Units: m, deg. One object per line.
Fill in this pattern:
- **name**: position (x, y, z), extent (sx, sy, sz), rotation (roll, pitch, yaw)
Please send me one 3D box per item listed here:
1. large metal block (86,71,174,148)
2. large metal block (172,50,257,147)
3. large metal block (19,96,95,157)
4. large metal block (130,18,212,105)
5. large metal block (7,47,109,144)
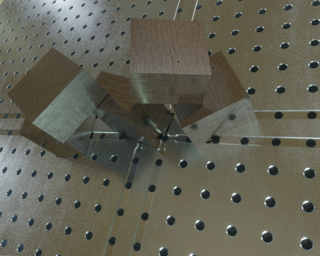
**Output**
- **large metal block**: position (-0.041, -0.024, 0.407), extent (0.080, 0.080, 0.050), rotation (20, 73, 35)
- **large metal block**: position (0.060, -0.035, 0.382), extent (0.080, 0.050, 0.080), rotation (-27, 53, 11)
- **large metal block**: position (-0.144, -0.011, 0.452), extent (0.050, 0.080, 0.080), rotation (-6, 59, 25)
- **large metal block**: position (0.008, -0.074, 0.344), extent (0.081, 0.050, 0.080), rotation (1, 58, -5)
- **large metal block**: position (-0.124, -0.041, 0.377), extent (0.080, 0.050, 0.080), rotation (-49, 51, -7)
